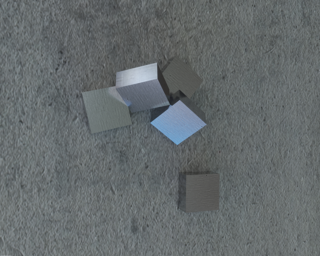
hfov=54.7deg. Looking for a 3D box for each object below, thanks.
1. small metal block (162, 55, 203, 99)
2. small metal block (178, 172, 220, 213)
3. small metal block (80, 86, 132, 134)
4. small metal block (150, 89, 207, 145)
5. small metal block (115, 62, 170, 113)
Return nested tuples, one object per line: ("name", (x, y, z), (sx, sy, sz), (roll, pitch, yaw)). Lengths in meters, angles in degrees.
("small metal block", (0.021, -0.060, 0.417), (0.050, 0.025, 0.050), (40, 77, -16))
("small metal block", (0.054, 0.087, 0.429), (0.050, 0.025, 0.050), (1, 90, -20))
("small metal block", (-0.067, -0.023, 0.384), (0.050, 0.025, 0.050), (-14, 95, -19))
("small metal block", (0.024, -0.013, 0.400), (0.050, 0.025, 0.050), (-37, 117, 26))
("small metal block", (-0.019, -0.047, 0.373), (0.050, 0.050, 0.025), (-11, 56, 14))
